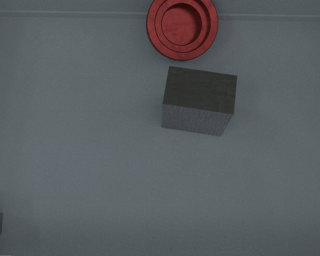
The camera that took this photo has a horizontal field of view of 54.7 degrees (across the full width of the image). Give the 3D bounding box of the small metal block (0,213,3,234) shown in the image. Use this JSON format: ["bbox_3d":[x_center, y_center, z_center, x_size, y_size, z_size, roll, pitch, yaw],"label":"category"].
[{"bbox_3d":[-0.217,0.110,0.353,0.050,0.050,0.025,-5,70,-2],"label":"small metal block"}]

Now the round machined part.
[{"bbox_3d":[0.029,-0.145,0.439,0.099,0.042,0.097,-1,102,-6],"label":"round machined part"}]

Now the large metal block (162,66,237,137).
[{"bbox_3d":[0.046,-0.031,0.392,0.080,0.080,0.050,9,70,3],"label":"large metal block"}]
